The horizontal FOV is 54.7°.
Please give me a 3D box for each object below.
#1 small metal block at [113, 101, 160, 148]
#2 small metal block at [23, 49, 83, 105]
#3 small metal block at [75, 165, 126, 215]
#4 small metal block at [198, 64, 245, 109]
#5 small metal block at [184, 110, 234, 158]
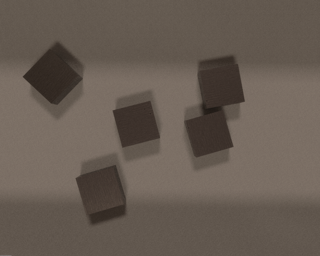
[{"bbox_3d":[-0.030,-0.005,0.411,0.050,0.025,0.050,-15,90,-1],"label":"small metal block"},{"bbox_3d":[-0.141,-0.067,0.410,0.050,0.025,0.050,44,90,-1],"label":"small metal block"},{"bbox_3d":[-0.077,0.081,0.410,0.050,0.025,0.050,-16,90,-1],"label":"small metal block"},{"bbox_3d":[0.081,-0.054,0.412,0.050,0.025,0.050,-10,90,-1],"label":"small metal block"},{"bbox_3d":[0.064,0.007,0.412,0.050,0.025,0.050,-16,90,-1],"label":"small metal block"}]
